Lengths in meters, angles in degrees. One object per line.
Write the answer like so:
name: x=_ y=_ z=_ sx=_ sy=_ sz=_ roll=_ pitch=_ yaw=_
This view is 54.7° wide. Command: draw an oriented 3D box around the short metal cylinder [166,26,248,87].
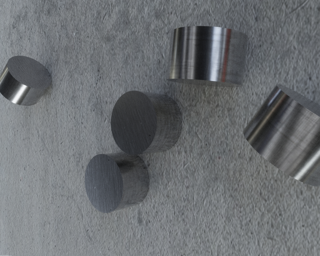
short metal cylinder: x=0.049 y=-0.073 z=0.328 sx=0.080 sy=0.081 sz=0.050 roll=9 pitch=96 yaw=39

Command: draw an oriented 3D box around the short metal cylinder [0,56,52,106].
short metal cylinder: x=-0.252 y=-0.088 z=0.578 sx=0.050 sy=0.081 sz=0.080 roll=-43 pitch=64 yaw=32

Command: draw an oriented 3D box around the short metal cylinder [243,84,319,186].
short metal cylinder: x=0.121 y=0.004 z=0.269 sx=0.080 sy=0.081 sz=0.050 roll=44 pitch=117 yaw=31

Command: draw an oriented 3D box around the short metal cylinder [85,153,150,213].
short metal cylinder: x=-0.062 y=0.075 z=0.440 sx=0.080 sy=0.050 sz=0.080 roll=0 pitch=90 yaw=40

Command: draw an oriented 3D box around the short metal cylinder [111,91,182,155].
short metal cylinder: x=-0.018 y=-0.007 z=0.404 sx=0.080 sy=0.050 sz=0.080 roll=0 pitch=90 yaw=40
